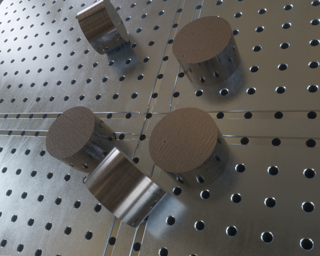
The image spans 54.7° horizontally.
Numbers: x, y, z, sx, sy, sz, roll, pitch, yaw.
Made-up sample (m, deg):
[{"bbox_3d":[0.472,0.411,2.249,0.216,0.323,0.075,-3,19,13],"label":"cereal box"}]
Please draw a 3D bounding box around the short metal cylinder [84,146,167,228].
[{"bbox_3d":[-0.038,0.066,0.351,0.050,0.080,0.080,-48,52,-6],"label":"short metal cylinder"}]

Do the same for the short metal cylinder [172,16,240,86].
[{"bbox_3d":[0.064,-0.104,0.422,0.080,0.050,0.080,-13,57,20],"label":"short metal cylinder"}]

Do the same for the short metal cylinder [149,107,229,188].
[{"bbox_3d":[0.034,0.023,0.359,0.080,0.050,0.080,-13,56,21],"label":"short metal cylinder"}]

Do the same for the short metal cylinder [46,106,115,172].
[{"bbox_3d":[-0.112,0.016,0.439,0.080,0.050,0.080,-13,56,20],"label":"short metal cylinder"}]

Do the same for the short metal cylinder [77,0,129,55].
[{"bbox_3d":[-0.095,-0.172,0.526,0.050,0.080,0.080,-24,53,13],"label":"short metal cylinder"}]
